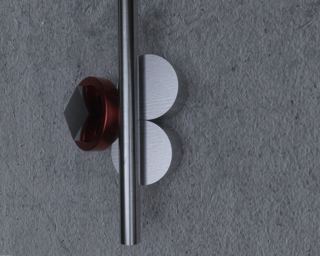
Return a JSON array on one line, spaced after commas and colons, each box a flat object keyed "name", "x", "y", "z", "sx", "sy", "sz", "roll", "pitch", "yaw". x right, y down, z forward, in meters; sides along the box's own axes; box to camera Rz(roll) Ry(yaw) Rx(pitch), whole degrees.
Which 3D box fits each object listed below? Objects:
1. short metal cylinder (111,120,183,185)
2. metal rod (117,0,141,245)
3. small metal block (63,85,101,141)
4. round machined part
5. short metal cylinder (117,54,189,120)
[{"name": "short metal cylinder", "x": -0.015, "y": 0.030, "z": 0.402, "sx": 0.080, "sy": 0.050, "sz": 0.080, "roll": 0, "pitch": 89, "yaw": 20}, {"name": "metal rod", "x": -0.037, "y": -0.014, "z": 0.370, "sx": 0.025, "sy": 0.025, "sz": 0.298, "roll": -1, "pitch": 89, "yaw": 20}, {"name": "small metal block", "x": -0.098, "y": -0.018, "z": 0.402, "sx": 0.050, "sy": 0.025, "sz": 0.050, "roll": -53, "pitch": 51, "yaw": 32}, {"name": "round machined part", "x": -0.079, "y": -0.018, "z": 0.415, "sx": 0.098, "sy": 0.042, "sz": 0.097, "roll": -4, "pitch": 84, "yaw": 48}, {"name": "short metal cylinder", "x": -0.008, "y": -0.050, "z": 0.400, "sx": 0.080, "sy": 0.050, "sz": 0.079, "roll": 0, "pitch": 90, "yaw": 20}]
